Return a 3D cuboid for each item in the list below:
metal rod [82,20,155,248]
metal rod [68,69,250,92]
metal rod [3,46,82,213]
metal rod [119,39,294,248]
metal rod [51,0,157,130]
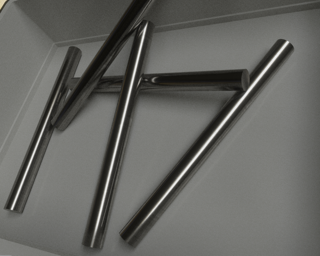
[{"bbox_3d":[-0.049,-0.004,0.400,0.025,0.025,0.299,4,74,30],"label":"metal rod"},{"bbox_3d":[-0.024,-0.064,0.441,0.300,0.025,0.025,4,64,35],"label":"metal rod"},{"bbox_3d":[-0.185,-0.012,0.510,0.025,0.025,0.300,-3,60,27],"label":"metal rod"},{"bbox_3d":[0.060,0.012,0.366,0.025,0.025,0.300,34,81,38],"label":"metal rod"},{"bbox_3d":[-0.072,-0.109,0.439,0.299,0.025,0.025,-49,48,23],"label":"metal rod"}]
